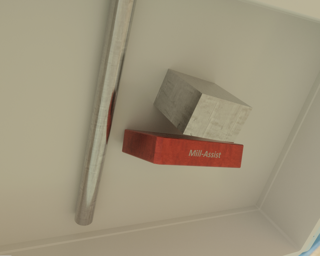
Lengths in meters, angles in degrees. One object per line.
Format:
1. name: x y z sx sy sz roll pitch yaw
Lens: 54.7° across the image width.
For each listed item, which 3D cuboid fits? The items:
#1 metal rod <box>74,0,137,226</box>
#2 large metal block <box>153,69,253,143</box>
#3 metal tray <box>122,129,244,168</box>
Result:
1. metal rod: -0.070 -0.004 0.368 0.025 0.025 0.298 1 118 -29
2. large metal block: 0.051 -0.028 0.386 0.081 0.080 0.050 11 113 -33
3. metal tray: 0.029 0.026 0.397 0.131 0.090 0.030 7 92 -32
